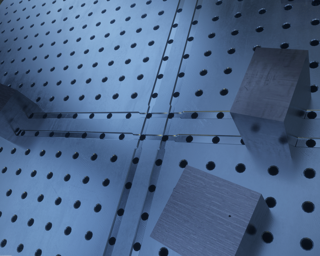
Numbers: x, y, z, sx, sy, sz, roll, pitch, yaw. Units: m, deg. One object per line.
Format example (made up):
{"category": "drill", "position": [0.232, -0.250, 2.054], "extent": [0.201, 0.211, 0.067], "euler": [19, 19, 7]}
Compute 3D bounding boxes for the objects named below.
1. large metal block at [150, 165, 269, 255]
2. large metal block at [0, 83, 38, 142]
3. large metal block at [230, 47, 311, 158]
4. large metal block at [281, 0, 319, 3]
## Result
{"category": "large metal block", "position": [0.051, 0.094, 0.308], "extent": [0.080, 0.050, 0.080], "euler": [18, 71, 34]}
{"category": "large metal block", "position": [-0.283, -0.031, 0.556], "extent": [0.080, 0.050, 0.080], "euler": [19, 72, 35]}
{"category": "large metal block", "position": [0.120, -0.026, 0.325], "extent": [0.050, 0.080, 0.080], "euler": [14, 69, 33]}
{"category": "large metal block", "position": [0.212, -0.217, 0.414], "extent": [0.080, 0.050, 0.080], "euler": [14, 69, 33]}
